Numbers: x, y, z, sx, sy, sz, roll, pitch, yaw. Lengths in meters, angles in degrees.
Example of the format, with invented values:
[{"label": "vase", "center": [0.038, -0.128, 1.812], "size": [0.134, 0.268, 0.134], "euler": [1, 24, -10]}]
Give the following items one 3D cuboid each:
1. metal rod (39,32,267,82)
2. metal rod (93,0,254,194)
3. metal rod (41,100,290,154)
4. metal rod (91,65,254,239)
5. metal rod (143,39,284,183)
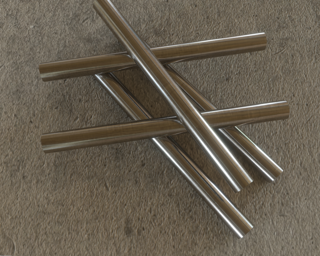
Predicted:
[{"label": "metal rod", "center": [-0.006, -0.097, 0.418], "size": [0.302, 0.025, 0.025], "euler": [-9, 71, -4]}, {"label": "metal rod", "center": [0.006, -0.052, 0.376], "size": [0.025, 0.025, 0.299], "euler": [-33, 74, -11]}, {"label": "metal rod", "center": [0.010, -0.002, 0.384], "size": [0.302, 0.025, 0.025], "euler": [-8, 70, -4]}, {"label": "metal rod", "center": [0.003, 0.016, 0.403], "size": [0.025, 0.025, 0.300], "euler": [-39, 75, -13]}, {"label": "metal rod", "center": [0.044, -0.043, 0.425], "size": [0.025, 0.025, 0.300], "euler": [-41, 75, -14]}]
